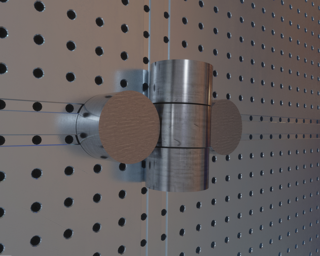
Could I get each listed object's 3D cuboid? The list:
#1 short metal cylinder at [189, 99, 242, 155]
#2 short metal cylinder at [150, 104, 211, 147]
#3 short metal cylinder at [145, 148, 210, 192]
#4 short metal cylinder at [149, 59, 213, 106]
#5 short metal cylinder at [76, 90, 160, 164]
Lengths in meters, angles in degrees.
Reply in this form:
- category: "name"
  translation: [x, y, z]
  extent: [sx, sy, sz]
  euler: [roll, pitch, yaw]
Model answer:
- category: "short metal cylinder"
  translation: [0.077, -0.001, 0.459]
  extent: [0.081, 0.050, 0.079]
  euler: [0, 90, -40]
- category: "short metal cylinder"
  translation: [0.025, -0.002, 0.395]
  extent: [0.081, 0.080, 0.050]
  euler: [2, 89, -40]
- category: "short metal cylinder"
  translation: [0.022, 0.049, 0.393]
  extent: [0.081, 0.080, 0.050]
  euler: [2, 89, -40]
- category: "short metal cylinder"
  translation: [0.027, -0.053, 0.397]
  extent: [0.081, 0.080, 0.050]
  euler: [3, 88, -40]
- category: "short metal cylinder"
  translation: [-0.047, -0.001, 0.354]
  extent: [0.081, 0.050, 0.079]
  euler: [0, 90, -40]
